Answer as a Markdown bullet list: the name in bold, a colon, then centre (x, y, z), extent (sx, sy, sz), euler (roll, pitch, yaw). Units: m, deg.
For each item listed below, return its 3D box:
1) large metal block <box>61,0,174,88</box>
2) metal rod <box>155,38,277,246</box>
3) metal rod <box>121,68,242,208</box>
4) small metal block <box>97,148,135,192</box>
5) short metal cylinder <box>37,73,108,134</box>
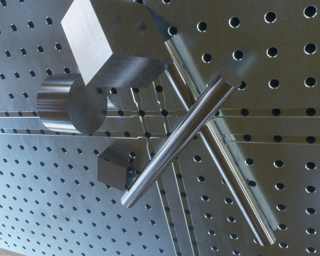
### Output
- **large metal block**: centre (-0.044, -0.090, 0.324), extent (0.050, 0.081, 0.080), euler (-39, 68, 38)
- **metal rod**: centre (0.075, 0.029, 0.388), extent (0.025, 0.025, 0.299), euler (-20, 108, 35)
- **metal rod**: centre (0.008, 0.036, 0.405), extent (0.025, 0.025, 0.298), euler (38, 136, 2)
- **small metal block**: centre (-0.070, 0.066, 0.487), extent (0.050, 0.025, 0.050), euler (20, 126, 16)
- **short metal cylinder**: centre (-0.115, -0.033, 0.414), extent (0.050, 0.080, 0.079), euler (4, 120, 26)
